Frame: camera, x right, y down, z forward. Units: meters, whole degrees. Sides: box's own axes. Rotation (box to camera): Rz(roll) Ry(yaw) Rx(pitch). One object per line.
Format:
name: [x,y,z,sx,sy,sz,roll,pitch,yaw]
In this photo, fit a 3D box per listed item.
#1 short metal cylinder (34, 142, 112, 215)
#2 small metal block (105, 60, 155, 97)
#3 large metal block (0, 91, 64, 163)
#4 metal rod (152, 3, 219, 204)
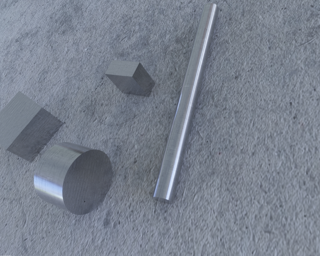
short metal cylinder: [-0.105,0.061,0.385,0.050,0.080,0.080,11,67,32]
small metal block: [-0.043,-0.072,0.453,0.050,0.050,0.025,12,68,32]
large metal block: [-0.219,-0.003,0.502,0.080,0.050,0.080,29,77,37]
metal rod: [0.040,-0.050,0.411,0.025,0.025,0.300,2,62,29]
